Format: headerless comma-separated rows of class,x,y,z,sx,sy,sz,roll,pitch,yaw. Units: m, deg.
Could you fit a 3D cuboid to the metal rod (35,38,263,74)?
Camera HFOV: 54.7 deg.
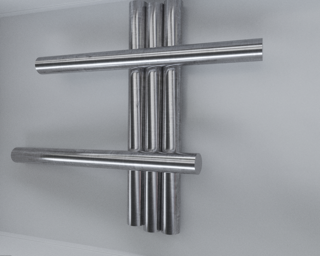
metal rod,-0.028,-0.088,0.392,0.301,0.025,0.025,0,90,20

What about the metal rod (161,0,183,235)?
metal rod,0.016,-0.014,0.403,0.025,0.025,0.298,1,90,20

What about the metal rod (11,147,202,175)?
metal rod,-0.090,0.042,0.422,0.300,0.025,0.025,0,90,27

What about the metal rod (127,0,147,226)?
metal rod,-0.031,-0.019,0.421,0.025,0.025,0.298,1,90,20

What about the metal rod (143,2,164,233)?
metal rod,-0.008,-0.014,0.412,0.025,0.025,0.298,1,90,20
